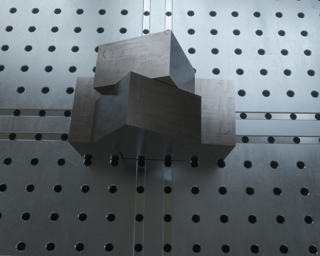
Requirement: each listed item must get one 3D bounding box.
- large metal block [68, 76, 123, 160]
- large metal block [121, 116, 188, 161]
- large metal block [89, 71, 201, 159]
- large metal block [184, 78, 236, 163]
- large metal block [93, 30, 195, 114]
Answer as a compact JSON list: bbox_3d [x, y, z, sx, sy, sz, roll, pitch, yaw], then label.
[{"bbox_3d":[-0.073,-0.009,0.385,0.050,0.080,0.080,2,70,0],"label":"large metal block"},{"bbox_3d":[-0.006,-0.005,0.398,0.081,0.050,0.080,3,70,0],"label":"large metal block"},{"bbox_3d":[-0.015,-0.007,0.314,0.081,0.080,0.050,15,66,-30],"label":"large metal block"},{"bbox_3d":[0.059,-0.006,0.385,0.050,0.080,0.080,4,70,1],"label":"large metal block"},{"bbox_3d":[-0.013,-0.053,0.334,0.080,0.080,0.050,-6,68,22],"label":"large metal block"}]
